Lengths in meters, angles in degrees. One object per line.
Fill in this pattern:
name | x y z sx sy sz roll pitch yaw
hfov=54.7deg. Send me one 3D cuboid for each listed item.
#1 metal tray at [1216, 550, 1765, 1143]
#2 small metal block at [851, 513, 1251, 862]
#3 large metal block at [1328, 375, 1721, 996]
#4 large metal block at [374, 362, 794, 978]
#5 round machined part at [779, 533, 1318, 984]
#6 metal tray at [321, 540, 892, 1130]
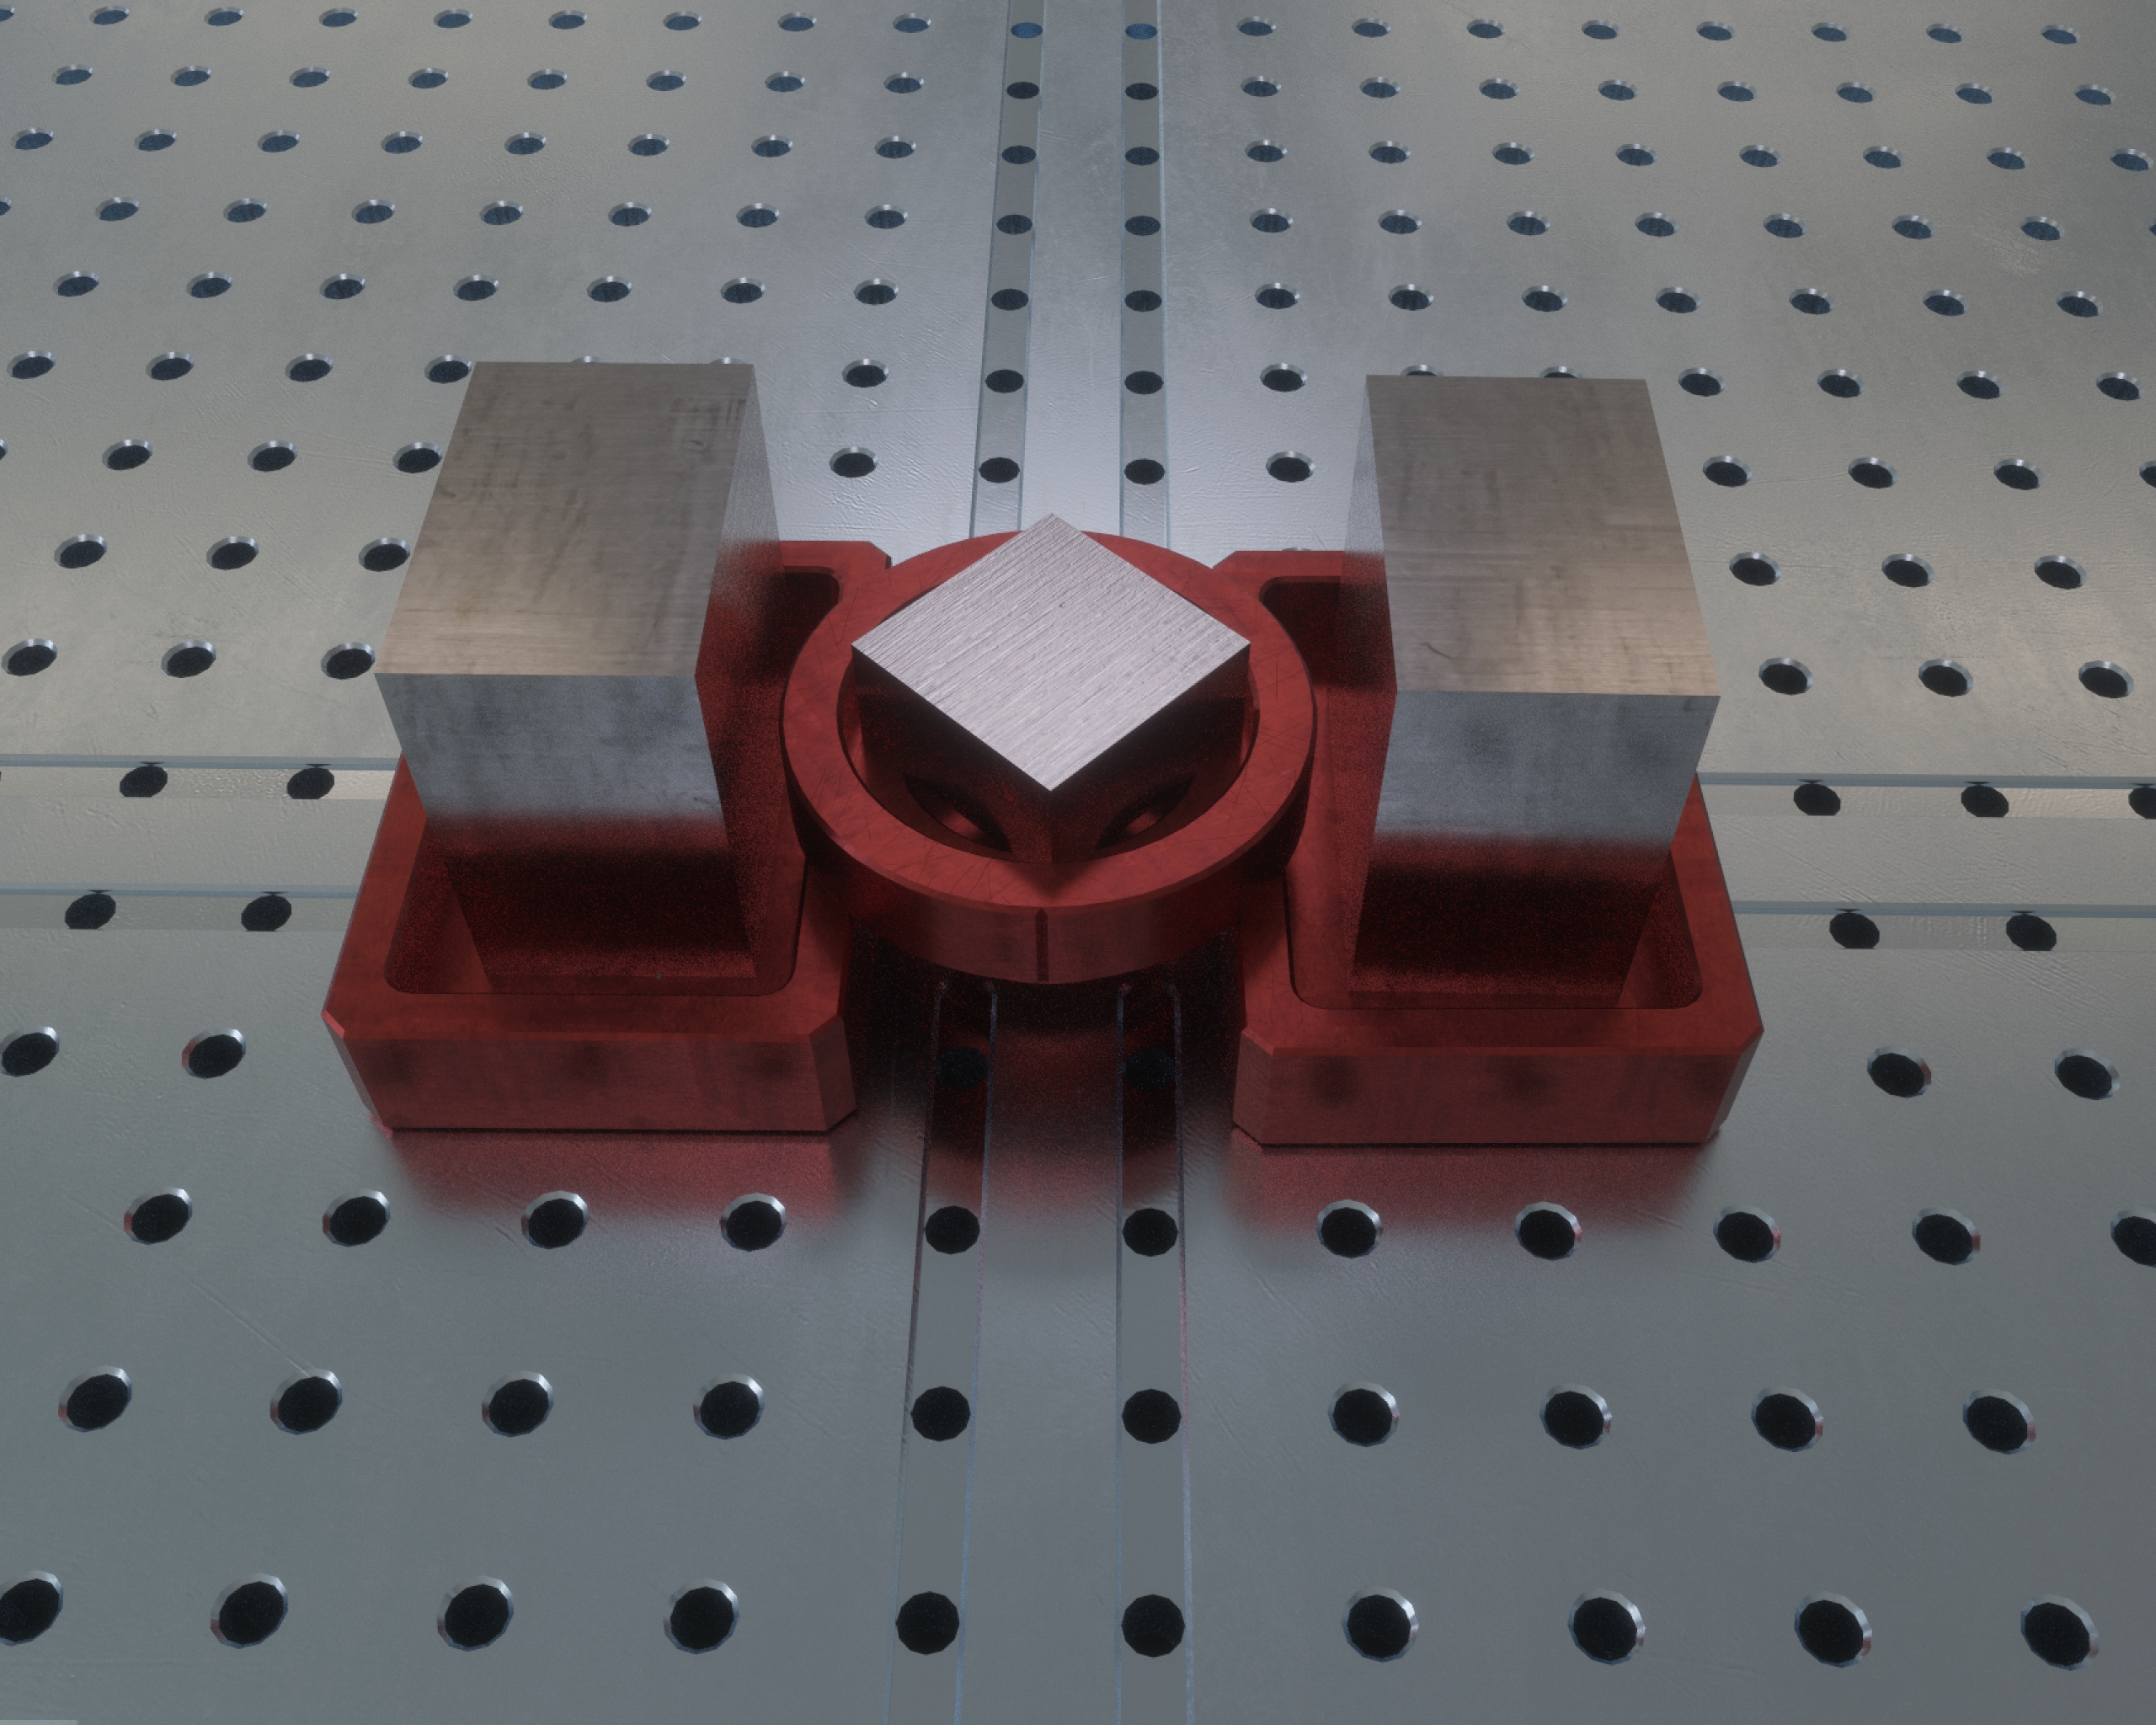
metal tray | 0.074 -0.008 0.410 0.091 0.030 0.130 0 50 0
small metal block | -0.005 -0.031 0.381 0.050 0.025 0.050 37 59 27
large metal block | 0.076 -0.032 0.381 0.050 0.080 0.080 1 50 1
large metal block | -0.084 -0.035 0.383 0.050 0.080 0.080 1 50 1
round machined part | -0.005 -0.016 0.398 0.099 0.042 0.098 0 50 0
metal tray | -0.085 -0.010 0.411 0.091 0.030 0.130 1 50 0
